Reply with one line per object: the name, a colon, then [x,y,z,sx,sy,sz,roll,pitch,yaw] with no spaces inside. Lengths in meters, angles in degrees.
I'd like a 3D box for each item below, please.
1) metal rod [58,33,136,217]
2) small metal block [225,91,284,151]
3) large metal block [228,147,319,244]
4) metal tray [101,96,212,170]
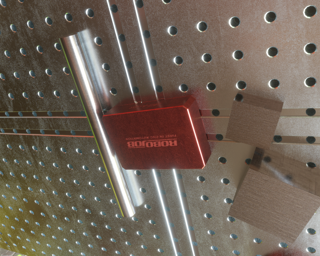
metal rod: [-0.085,0.012,0.461,0.025,0.025,0.298,0,119,28]
small metal block: [0.106,-0.008,0.350,0.050,0.025,0.050,17,125,18]
large metal block: [0.137,0.078,0.371,0.080,0.050,0.079,22,127,14]
metal tray: [-0.006,0.011,0.416,0.130,0.030,0.090,-5,116,30]
